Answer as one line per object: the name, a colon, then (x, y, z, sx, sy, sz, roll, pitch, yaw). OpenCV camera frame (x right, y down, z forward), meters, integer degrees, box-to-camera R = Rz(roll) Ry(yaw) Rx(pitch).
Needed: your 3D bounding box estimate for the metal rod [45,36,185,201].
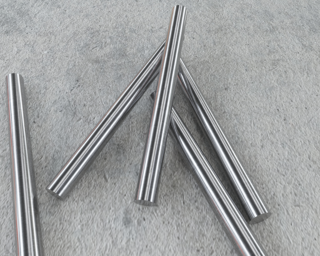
metal rod: (-0.044, -0.036, 0.415, 0.025, 0.025, 0.301, 23, 59, 18)

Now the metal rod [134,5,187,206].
metal rod: (0.007, -0.049, 0.406, 0.025, 0.025, 0.300, 7, 62, 6)

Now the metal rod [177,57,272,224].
metal rod: (0.061, -0.015, 0.415, 0.025, 0.025, 0.300, -13, 51, -11)

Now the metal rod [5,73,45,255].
metal rod: (-0.166, 0.036, 0.371, 0.025, 0.025, 0.300, -15, 52, -13)

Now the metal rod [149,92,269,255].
metal rod: (0.055, 0.061, 0.352, 0.025, 0.025, 0.300, -18, 52, -15)
